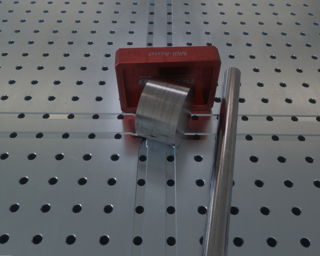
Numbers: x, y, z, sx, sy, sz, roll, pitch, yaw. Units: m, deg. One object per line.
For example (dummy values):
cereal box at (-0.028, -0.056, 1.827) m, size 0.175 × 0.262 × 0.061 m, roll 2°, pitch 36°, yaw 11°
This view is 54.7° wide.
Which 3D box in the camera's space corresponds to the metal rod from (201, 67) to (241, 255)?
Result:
metal rod at (0.080, 0.028, 0.383) m, size 0.025 × 0.025 × 0.300 m, roll 10°, pitch 51°, yaw 8°

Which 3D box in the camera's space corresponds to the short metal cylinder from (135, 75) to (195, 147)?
short metal cylinder at (0.008, -0.021, 0.390) m, size 0.050 × 0.080 × 0.080 m, roll 17°, pitch 52°, yaw 13°

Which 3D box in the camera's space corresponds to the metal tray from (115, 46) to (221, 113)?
metal tray at (0.010, -0.063, 0.418) m, size 0.131 × 0.090 × 0.030 m, roll -2°, pitch 50°, yaw -2°
